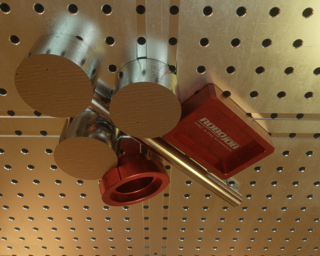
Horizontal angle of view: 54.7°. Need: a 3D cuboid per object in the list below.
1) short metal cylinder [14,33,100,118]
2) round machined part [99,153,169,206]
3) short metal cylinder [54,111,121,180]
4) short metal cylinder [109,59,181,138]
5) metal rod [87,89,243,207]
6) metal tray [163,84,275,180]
[{"bbox_3d":[-0.111,-0.058,0.345,0.081,0.050,0.079,0,130,0],"label":"short metal cylinder"},{"bbox_3d":[-0.039,0.071,0.447,0.099,0.042,0.098,-15,147,-10],"label":"round machined part"},{"bbox_3d":[-0.094,0.024,0.415,0.081,0.050,0.079,0,130,0],"label":"short metal cylinder"},{"bbox_3d":[-0.016,-0.034,0.365,0.081,0.050,0.079,0,130,0],"label":"short metal cylinder"},{"bbox_3d":[0.019,0.040,0.446,0.301,0.025,0.025,36,121,-27],"label":"metal rod"},{"bbox_3d":[0.079,0.011,0.417,0.130,0.030,0.090,36,122,-27],"label":"metal tray"}]
